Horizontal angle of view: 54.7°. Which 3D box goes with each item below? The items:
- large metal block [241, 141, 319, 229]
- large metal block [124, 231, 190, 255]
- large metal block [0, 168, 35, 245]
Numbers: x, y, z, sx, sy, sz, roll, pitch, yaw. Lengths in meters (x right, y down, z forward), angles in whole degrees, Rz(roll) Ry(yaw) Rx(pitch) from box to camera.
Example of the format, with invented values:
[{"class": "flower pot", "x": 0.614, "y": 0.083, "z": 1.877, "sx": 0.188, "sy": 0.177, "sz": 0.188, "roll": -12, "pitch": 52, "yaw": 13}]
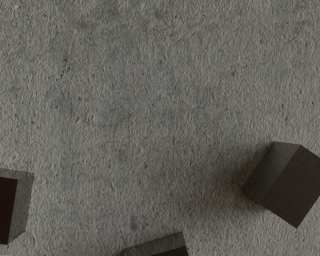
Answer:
[{"class": "large metal block", "x": 0.154, "y": 0.065, "z": 0.384, "sx": 0.050, "sy": 0.080, "sz": 0.080, "roll": 35, "pitch": 90, "yaw": 0}, {"class": "large metal block", "x": 0.004, "y": 0.191, "z": 0.397, "sx": 0.080, "sy": 0.050, "sz": 0.080, "roll": -16, "pitch": 90, "yaw": 0}, {"class": "large metal block", "x": -0.216, "y": 0.095, "z": 0.396, "sx": 0.080, "sy": 0.050, "sz": 0.080, "roll": 9, "pitch": 90, "yaw": 0}]
